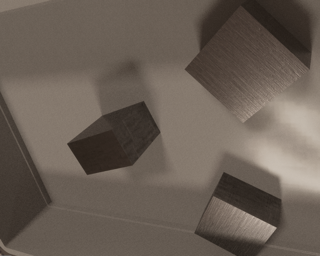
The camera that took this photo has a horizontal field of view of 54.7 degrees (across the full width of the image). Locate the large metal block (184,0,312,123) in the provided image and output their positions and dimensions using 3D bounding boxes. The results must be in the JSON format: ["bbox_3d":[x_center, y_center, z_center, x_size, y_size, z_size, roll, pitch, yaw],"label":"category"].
[{"bbox_3d":[0.086,-0.066,0.306,0.080,0.050,0.080,43,129,-2],"label":"large metal block"}]

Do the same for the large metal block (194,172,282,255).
[{"bbox_3d":[0.102,0.118,0.411,0.080,0.050,0.079,25,127,12],"label":"large metal block"}]

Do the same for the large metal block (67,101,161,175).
[{"bbox_3d":[-0.059,0.013,0.411,0.080,0.080,0.050,-16,110,34],"label":"large metal block"}]
